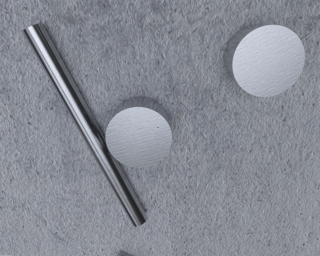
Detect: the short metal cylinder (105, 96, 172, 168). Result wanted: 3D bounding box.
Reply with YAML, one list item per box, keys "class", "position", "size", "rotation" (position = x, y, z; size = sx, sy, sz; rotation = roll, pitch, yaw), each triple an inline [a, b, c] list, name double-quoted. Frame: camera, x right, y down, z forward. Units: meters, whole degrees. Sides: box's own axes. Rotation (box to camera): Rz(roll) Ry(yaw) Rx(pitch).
- class: "short metal cylinder"
  position: [-0.026, 0.004, 0.398]
  size: [0.081, 0.050, 0.079]
  rotation: [0, 110, -1]

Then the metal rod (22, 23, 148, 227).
- class: "metal rod"
  position: [-0.090, 0.009, 0.411]
  size: [0.025, 0.025, 0.299]
  rotation: [-23, 109, 8]

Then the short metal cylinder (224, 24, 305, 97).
- class: "short metal cylinder"
  position: [0.121, -0.082, 0.368]
  size: [0.081, 0.050, 0.079]
  rotation: [0, 110, -1]

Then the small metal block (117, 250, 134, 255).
- class: "small metal block"
  position: [-0.053, 0.231, 0.494]
  size: [0.050, 0.025, 0.050]
  rotation: [27, 108, -10]
